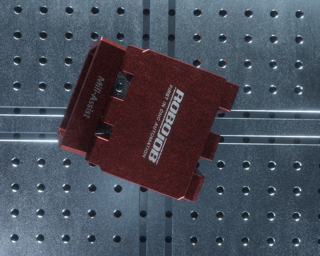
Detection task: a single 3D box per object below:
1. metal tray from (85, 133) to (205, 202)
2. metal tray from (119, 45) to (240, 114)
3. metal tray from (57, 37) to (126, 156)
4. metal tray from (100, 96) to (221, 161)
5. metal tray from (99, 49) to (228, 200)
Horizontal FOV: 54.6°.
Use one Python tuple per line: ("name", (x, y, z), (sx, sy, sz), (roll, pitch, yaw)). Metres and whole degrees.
("metal tray", (-0.016, 0.044, 0.380), (0.131, 0.090, 0.030), (21, 91, 0))
("metal tray", (0.022, -0.055, 0.380), (0.131, 0.090, 0.030), (21, 91, 0))
("metal tray", (-0.087, -0.039, 0.378), (0.030, 0.090, 0.129), (21, 90, -22))
("metal tray", (0.000, 0.001, 0.380), (0.131, 0.090, 0.030), (20, 89, -1))
("metal tray", (0.003, -0.004, 0.320), (0.090, 0.030, 0.129), (21, 90, 0))
